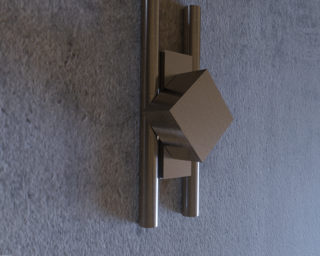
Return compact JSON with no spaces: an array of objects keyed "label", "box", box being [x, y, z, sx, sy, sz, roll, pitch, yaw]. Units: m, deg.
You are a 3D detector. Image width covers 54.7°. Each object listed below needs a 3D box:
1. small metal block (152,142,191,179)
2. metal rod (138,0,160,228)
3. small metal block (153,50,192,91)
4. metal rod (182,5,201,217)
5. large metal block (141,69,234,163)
[{"label":"small metal block","box":[0.016,0.041,0.420,0.050,0.025,0.050,1,90,-40]},{"label":"metal rod","box":[-0.013,-0.025,0.397,0.025,0.025,0.298,1,90,-40]},{"label":"small metal block","box":[0.017,-0.075,0.421,0.050,0.025,0.050,1,90,-40]},{"label":"metal rod","box":[0.045,-0.024,0.447,0.025,0.025,0.298,1,90,-40]},{"label":"large metal block","box":[0.037,-0.015,0.388,0.080,0.050,0.080,-49,119,-29]}]
